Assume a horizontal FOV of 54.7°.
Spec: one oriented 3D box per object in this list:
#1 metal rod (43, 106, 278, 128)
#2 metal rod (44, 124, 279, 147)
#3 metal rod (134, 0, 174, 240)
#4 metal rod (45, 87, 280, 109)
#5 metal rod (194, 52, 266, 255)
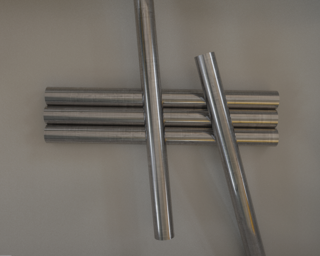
[{"bbox_3d":[0.002,-0.015,0.410,0.302,0.025,0.025,1,90,-1],"label":"metal rod"},{"bbox_3d":[0.003,0.010,0.410,0.302,0.025,0.025,1,90,-1],"label":"metal rod"},{"bbox_3d":[-0.007,-0.013,0.385,0.025,0.025,0.298,-5,90,-1],"label":"metal rod"},{"bbox_3d":[0.003,-0.040,0.410,0.302,0.025,0.025,1,90,-1],"label":"metal rod"},{"bbox_3d":[0.094,0.054,0.391,0.025,0.025,0.298,-16,97,0],"label":"metal rod"}]
